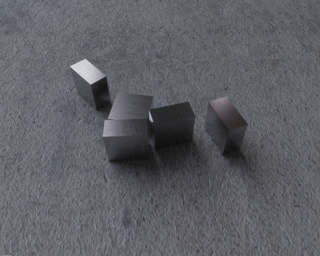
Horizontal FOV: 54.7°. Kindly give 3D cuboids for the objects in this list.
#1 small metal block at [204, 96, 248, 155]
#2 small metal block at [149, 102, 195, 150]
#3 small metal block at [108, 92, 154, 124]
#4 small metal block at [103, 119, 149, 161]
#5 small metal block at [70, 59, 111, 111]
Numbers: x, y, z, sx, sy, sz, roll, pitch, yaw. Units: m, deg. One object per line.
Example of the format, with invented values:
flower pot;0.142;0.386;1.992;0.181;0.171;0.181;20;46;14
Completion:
small metal block;0.081;-0.003;0.389;0.025;0.050;0.050;-17;52;-14
small metal block;0.014;-0.002;0.389;0.050;0.050;0.025;-12;51;-10
small metal block;-0.038;-0.020;0.419;0.050;0.025;0.050;7;50;6
small metal block;-0.039;0.015;0.374;0.050;0.050;0.025;-2;50;-2
small metal block;-0.097;-0.061;0.437;0.025;0.050;0.050;-35;59;-26
